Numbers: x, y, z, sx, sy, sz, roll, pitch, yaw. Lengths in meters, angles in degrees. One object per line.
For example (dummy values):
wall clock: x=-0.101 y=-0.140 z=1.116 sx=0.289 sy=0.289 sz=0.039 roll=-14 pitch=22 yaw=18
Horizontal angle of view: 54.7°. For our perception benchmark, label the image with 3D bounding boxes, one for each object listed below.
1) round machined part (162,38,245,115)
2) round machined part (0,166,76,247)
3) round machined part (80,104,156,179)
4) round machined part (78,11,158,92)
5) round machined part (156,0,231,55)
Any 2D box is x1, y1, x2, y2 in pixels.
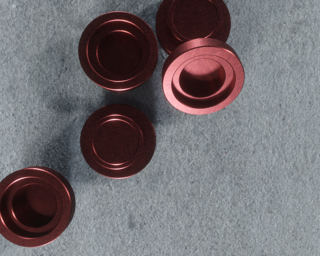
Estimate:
round machined part: x=0.051 y=-0.067 z=0.386 sx=0.099 sy=0.042 sz=0.097 roll=-2 pitch=132 yaw=-2
round machined part: x=-0.158 y=0.098 z=0.400 sx=0.099 sy=0.042 sz=0.097 roll=0 pitch=90 yaw=-1
round machined part: x=-0.054 y=0.017 z=0.401 sx=0.099 sy=0.042 sz=0.097 roll=0 pitch=90 yaw=-1
round machined part: x=-0.051 y=-0.095 z=0.401 sx=0.099 sy=0.042 sz=0.097 roll=0 pitch=90 yaw=-1
round machined part: x=0.043 y=-0.137 z=0.402 sx=0.099 sy=0.042 sz=0.097 roll=0 pitch=90 yaw=-1
